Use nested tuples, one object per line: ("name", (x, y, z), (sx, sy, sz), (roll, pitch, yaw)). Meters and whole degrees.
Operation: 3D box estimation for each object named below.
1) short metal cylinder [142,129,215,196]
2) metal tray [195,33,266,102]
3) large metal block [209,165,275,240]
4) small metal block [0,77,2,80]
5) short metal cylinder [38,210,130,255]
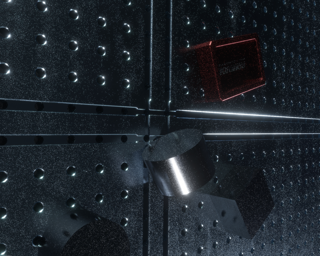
("short metal cylinder", (0.024, 0.042, 0.394), (0.081, 0.080, 0.050), (-35, 112, -34))
("metal tray", (0.119, -0.101, 0.505), (0.131, 0.030, 0.089), (-22, 104, -38))
("large metal block", (0.136, 0.119, 0.508), (0.080, 0.050, 0.080), (-38, 114, -33))
("small metal block", (-0.176, -0.047, 0.262), (0.050, 0.025, 0.050), (-47, 118, -30))
("short metal cylinder", (-0.079, 0.132, 0.327), (0.081, 0.050, 0.079), (0, 90, -40))
